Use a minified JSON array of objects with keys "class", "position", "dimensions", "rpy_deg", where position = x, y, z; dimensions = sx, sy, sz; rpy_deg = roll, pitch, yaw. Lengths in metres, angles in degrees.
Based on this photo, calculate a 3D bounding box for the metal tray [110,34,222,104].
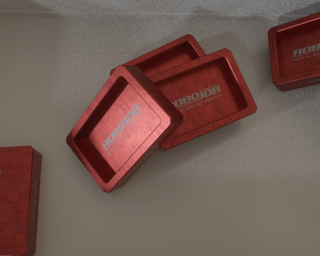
[{"class":"metal tray","position":[0.009,-0.065,0.430],"dimensions":[0.131,0.030,0.090],"rpy_deg":[-28,73,-10]}]

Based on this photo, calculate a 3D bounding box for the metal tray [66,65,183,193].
[{"class":"metal tray","position":[-0.046,0.003,0.365],"dimensions":[0.090,0.030,0.129],"rpy_deg":[49,116,15]}]

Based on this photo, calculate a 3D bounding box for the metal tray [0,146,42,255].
[{"class":"metal tray","position":[-0.196,0.089,0.372],"dimensions":[0.091,0.030,0.129],"rpy_deg":[-3,70,-2]}]

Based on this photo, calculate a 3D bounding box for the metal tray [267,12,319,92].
[{"class":"metal tray","position":[0.215,-0.107,0.408],"dimensions":[0.130,0.030,0.090],"rpy_deg":[-11,69,34]}]

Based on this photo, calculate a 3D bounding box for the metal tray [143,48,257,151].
[{"class":"metal tray","position":[0.043,-0.035,0.389],"dimensions":[0.131,0.030,0.090],"rpy_deg":[-22,84,-10]}]
